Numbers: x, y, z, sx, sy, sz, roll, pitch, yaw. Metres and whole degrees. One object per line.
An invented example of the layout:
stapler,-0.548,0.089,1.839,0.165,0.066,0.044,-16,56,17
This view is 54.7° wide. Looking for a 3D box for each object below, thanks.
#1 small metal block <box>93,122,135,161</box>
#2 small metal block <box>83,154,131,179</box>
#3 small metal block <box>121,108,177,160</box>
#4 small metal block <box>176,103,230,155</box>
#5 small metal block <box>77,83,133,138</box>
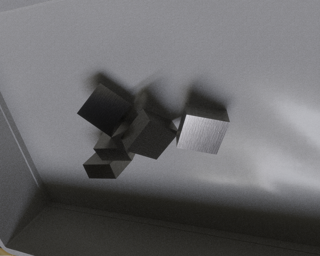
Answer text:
small metal block,-0.055,0.018,0.428,0.050,0.050,0.025,-3,133,29
small metal block,-0.077,0.050,0.462,0.050,0.050,0.025,-4,116,30
small metal block,-0.013,0.009,0.393,0.050,0.025,0.050,21,116,-39
small metal block,0.050,0.001,0.371,0.050,0.025,0.050,10,126,-6
small metal block,-0.072,-0.023,0.413,0.050,0.050,0.025,35,173,5
